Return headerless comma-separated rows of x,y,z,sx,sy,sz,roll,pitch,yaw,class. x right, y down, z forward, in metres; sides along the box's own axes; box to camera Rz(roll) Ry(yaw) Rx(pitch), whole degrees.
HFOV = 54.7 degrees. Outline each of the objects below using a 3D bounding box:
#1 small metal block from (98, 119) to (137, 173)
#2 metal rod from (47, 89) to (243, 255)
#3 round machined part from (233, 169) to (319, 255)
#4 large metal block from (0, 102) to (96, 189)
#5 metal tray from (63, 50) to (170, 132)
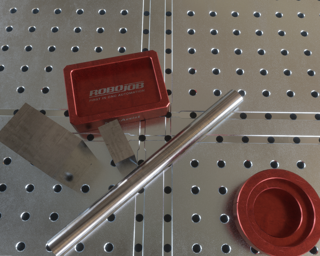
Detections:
-0.052,0.023,0.389,0.025,0.050,0.050,-25,72,-9,small metal block
-0.008,0.049,0.393,0.301,0.025,0.025,-39,75,-13,metal rod
0.136,0.101,0.368,0.099,0.042,0.098,0,70,-1,round machined part
-0.132,0.025,0.372,0.080,0.080,0.050,32,73,10,large metal block
-0.060,-0.052,0.427,0.131,0.030,0.090,-11,71,-5,metal tray
